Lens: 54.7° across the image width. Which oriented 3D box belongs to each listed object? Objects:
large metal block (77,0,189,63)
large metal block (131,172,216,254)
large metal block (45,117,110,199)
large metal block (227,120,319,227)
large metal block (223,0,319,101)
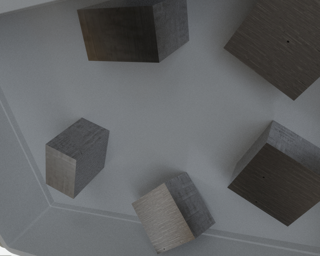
[{"bbox_3d":[-0.023,-0.105,0.320,0.080,0.080,0.050,7,122,24],"label":"large metal block"},{"bbox_3d":[0.017,0.121,0.441,0.080,0.050,0.080,-40,74,39],"label":"large metal block"},{"bbox_3d":[-0.123,0.044,0.465,0.050,0.080,0.079,25,127,13],"label":"large metal block"},{"bbox_3d":[0.137,0.052,0.352,0.080,0.050,0.079,33,129,6],"label":"large metal block"},{"bbox_3d":[0.119,-0.086,0.277,0.080,0.050,0.080,38,129,2],"label":"large metal block"}]
